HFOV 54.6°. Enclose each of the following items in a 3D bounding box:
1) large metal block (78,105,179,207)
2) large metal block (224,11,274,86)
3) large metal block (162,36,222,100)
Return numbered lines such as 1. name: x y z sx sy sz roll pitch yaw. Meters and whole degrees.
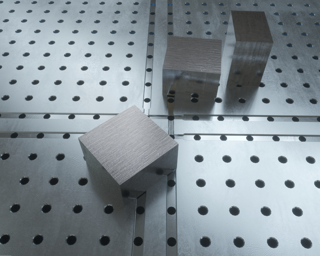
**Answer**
1. large metal block: -0.036 0.030 0.366 0.080 0.050 0.080 -33 58 -25
2. large metal block: 0.131 -0.121 0.475 0.050 0.080 0.080 3 50 2
3. large metal block: 0.049 -0.092 0.470 0.080 0.050 0.080 6 50 5
